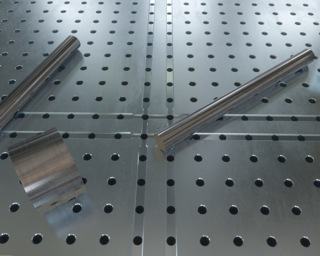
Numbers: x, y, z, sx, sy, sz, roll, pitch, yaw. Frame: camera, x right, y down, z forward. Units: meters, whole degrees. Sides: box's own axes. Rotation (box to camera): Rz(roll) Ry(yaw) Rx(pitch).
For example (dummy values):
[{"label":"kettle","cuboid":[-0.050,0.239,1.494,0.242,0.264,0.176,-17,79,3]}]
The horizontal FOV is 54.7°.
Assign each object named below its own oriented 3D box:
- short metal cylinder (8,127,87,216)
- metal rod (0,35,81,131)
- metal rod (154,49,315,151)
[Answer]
[{"label":"short metal cylinder","cuboid":[-0.120,0.046,0.333,0.050,0.080,0.080,-26,55,-20]},{"label":"metal rod","cuboid":[-0.203,-0.041,0.440,0.025,0.025,0.301,17,52,14]},{"label":"metal rod","cuboid":[0.121,-0.050,0.449,0.302,0.025,0.025,-29,56,-23]}]
